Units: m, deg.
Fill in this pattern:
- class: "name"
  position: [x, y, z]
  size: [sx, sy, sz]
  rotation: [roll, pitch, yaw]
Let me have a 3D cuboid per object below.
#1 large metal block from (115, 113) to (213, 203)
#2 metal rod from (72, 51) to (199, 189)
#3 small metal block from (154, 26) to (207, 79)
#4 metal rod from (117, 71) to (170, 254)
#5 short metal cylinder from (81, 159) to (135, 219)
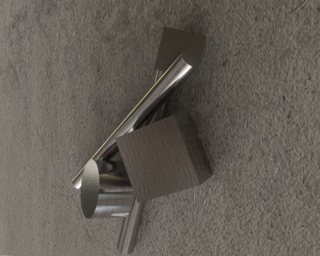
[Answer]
- class: "large metal block"
  position: [0.005, 0.034, 0.366]
  size: [0.080, 0.050, 0.080]
  rotation: [-22, 85, 25]
- class: "metal rod"
  position: [-0.051, 0.008, 0.426]
  size: [0.298, 0.025, 0.025]
  rotation: [-45, 63, 38]
- class: "small metal block"
  position: [0.024, -0.089, 0.371]
  size: [0.050, 0.025, 0.050]
  rotation: [13, 100, -1]
- class: "metal rod"
  position: [-0.016, 0.032, 0.419]
  size: [0.025, 0.025, 0.298]
  rotation: [22, 104, 38]
- class: "short metal cylinder"
  position: [-0.075, 0.085, 0.435]
  size: [0.080, 0.050, 0.080]
  rotation: [-20, 66, 57]
